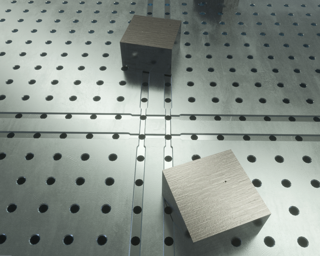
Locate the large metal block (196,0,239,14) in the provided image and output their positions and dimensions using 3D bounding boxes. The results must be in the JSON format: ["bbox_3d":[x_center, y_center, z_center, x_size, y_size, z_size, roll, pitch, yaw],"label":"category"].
[{"bbox_3d":[0.116,-0.288,0.616,0.050,0.080,0.080,-34,58,-25],"label":"large metal block"}]

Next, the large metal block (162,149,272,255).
[{"bbox_3d":[0.054,0.078,0.326,0.081,0.050,0.080,-15,52,-13],"label":"large metal block"}]

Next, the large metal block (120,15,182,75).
[{"bbox_3d":[-0.013,-0.137,0.507,0.080,0.050,0.080,10,51,8],"label":"large metal block"}]
